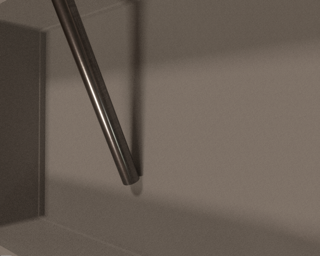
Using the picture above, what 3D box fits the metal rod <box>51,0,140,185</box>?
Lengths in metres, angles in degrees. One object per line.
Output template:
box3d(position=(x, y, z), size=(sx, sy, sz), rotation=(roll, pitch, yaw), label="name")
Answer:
box3d(position=(-0.085, -0.060, 0.394), size=(0.025, 0.025, 0.298), rotation=(-2, 114, 40), label="metal rod")
